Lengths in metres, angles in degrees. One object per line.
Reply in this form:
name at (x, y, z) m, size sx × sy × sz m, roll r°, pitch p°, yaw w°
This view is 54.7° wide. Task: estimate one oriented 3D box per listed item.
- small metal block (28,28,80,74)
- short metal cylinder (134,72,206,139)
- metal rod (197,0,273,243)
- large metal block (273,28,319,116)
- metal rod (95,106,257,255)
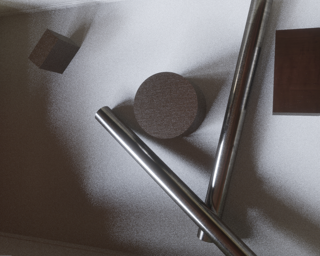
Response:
small metal block at (-0.152, -0.109, 0.449) m, size 0.025 × 0.050 × 0.050 m, roll 42°, pitch 103°, yaw 15°
short metal cylinder at (0.014, -0.027, 0.392) m, size 0.080 × 0.050 × 0.079 m, roll 0°, pitch 90°, yaw 19°
metal rod at (0.090, -0.007, 0.378) m, size 0.025 × 0.025 × 0.298 m, roll 14°, pitch 94°, yaw 19°
large metal block at (0.148, -0.054, 0.329) m, size 0.050 × 0.080 × 0.079 m, roll 2°, pitch 91°, yaw 20°
metal rod at (0.019, 0.074, 0.382) m, size 0.300 × 0.025 × 0.025 m, roll 43°, pitch 103°, yaw 22°
